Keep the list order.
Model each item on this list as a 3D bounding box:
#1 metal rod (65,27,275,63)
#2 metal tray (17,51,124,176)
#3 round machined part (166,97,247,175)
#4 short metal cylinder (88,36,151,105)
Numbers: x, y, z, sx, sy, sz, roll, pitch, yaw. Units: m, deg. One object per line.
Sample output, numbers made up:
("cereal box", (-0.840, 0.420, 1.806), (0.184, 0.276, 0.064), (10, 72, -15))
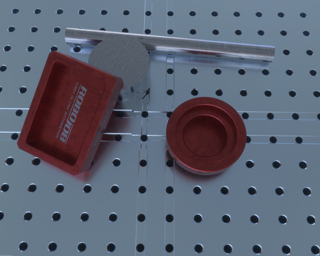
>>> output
("metal rod", (0.013, -0.122, 0.456), (0.302, 0.025, 0.025), (6, 70, 2))
("metal tray", (-0.112, -0.018, 0.385), (0.090, 0.030, 0.129), (24, 98, 8))
("round machined part", (0.057, 0.013, 0.398), (0.099, 0.042, 0.098), (0, 70, 0))
("short metal cylinder", (-0.053, -0.078, 0.426), (0.081, 0.050, 0.080), (0, 70, 0))
